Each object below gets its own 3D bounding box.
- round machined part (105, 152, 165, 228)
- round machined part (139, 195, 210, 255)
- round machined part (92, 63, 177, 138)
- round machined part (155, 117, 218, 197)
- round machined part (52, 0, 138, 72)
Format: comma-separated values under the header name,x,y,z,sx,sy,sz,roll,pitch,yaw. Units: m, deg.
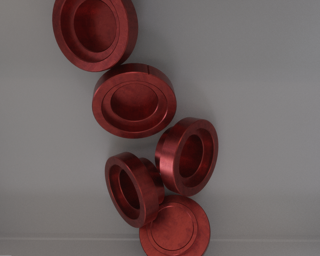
name,x,y,z,sx,sy,sz,roll,pitch,yaw
round machined part,-0.031,0.078,0.411,0.042,0.098,0.097,-19,115,-34
round machined part,0.019,0.139,0.423,0.098,0.098,0.042,-12,152,4
round machined part,-0.031,-0.036,0.377,0.099,0.042,0.097,-4,131,-4
round machined part,0.031,0.034,0.396,0.042,0.099,0.097,12,116,39
round machined part,-0.068,-0.114,0.347,0.098,0.042,0.097,8,111,22
